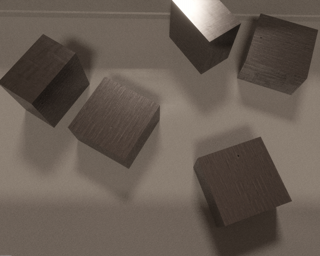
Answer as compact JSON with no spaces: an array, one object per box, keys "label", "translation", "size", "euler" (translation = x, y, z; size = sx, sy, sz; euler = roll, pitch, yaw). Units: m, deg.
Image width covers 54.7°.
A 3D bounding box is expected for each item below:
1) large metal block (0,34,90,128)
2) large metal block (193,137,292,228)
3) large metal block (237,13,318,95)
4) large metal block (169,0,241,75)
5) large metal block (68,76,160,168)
[{"label":"large metal block","translation":[-0.143,-0.058,0.400],"size":[0.050,0.080,0.080],"euler":[31,73,10]},{"label":"large metal block","translation":[0.095,0.066,0.373],"size":[0.081,0.050,0.080],"euler":[-18,71,-7]},{"label":"large metal block","translation":[0.164,-0.103,0.436],"size":[0.080,0.050,0.080],"euler":[19,71,6]},{"label":"large metal block","translation":[0.058,-0.135,0.431],"size":[0.050,0.080,0.080],"euler":[-33,74,-11]},{"label":"large metal block","translation":[-0.055,-0.006,0.398],"size":[0.080,0.050,0.080],"euler":[29,72,9]}]
